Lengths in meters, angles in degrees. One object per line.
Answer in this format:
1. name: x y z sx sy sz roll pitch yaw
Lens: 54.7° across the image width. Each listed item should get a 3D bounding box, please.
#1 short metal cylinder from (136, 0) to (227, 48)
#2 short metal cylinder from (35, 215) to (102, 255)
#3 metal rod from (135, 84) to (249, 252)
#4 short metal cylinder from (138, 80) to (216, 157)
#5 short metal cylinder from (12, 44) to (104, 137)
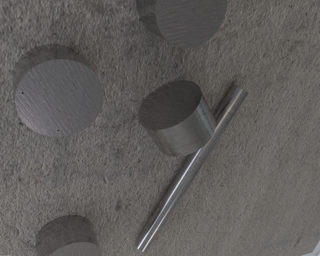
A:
1. short metal cylinder: 0.022 -0.129 0.323 0.081 0.050 0.079 -14 124 -21
2. short metal cylinder: -0.126 0.167 0.426 0.081 0.050 0.079 -14 124 -21
3. metal rod: 0.042 0.069 0.472 0.025 0.025 0.298 19 108 -36
4. short metal cylinder: 0.021 -0.012 0.375 0.080 0.080 0.050 -36 129 -4
5. short metal cylinder: -0.103 -0.038 0.311 0.081 0.050 0.079 -14 124 -21
